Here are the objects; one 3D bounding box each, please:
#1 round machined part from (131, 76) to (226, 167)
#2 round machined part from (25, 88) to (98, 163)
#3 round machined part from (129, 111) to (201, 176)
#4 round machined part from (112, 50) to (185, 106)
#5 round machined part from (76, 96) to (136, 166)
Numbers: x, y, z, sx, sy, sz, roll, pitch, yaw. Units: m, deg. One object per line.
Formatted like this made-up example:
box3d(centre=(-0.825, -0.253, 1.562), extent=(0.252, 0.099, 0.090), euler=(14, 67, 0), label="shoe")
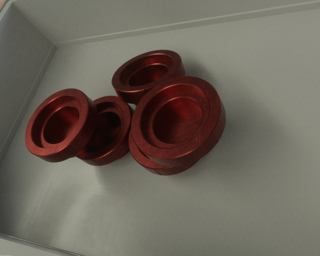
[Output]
box3d(centre=(0.022, -0.004, 0.331), extent=(0.098, 0.042, 0.098), euler=(-13, 56, 21), label="round machined part")
box3d(centre=(-0.122, 0.000, 0.403), extent=(0.098, 0.042, 0.098), euler=(-13, 56, 21), label="round machined part")
box3d(centre=(0.015, 0.013, 0.378), extent=(0.098, 0.042, 0.098), euler=(-13, 56, 21), label="round machined part")
box3d(centre=(-0.013, -0.063, 0.426), extent=(0.098, 0.042, 0.098), euler=(-13, 39, 12), label="round machined part")
box3d(centre=(-0.073, 0.007, 0.427), extent=(0.098, 0.042, 0.098), euler=(-13, 56, 21), label="round machined part")
